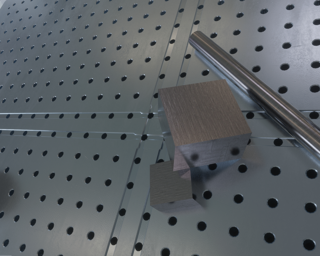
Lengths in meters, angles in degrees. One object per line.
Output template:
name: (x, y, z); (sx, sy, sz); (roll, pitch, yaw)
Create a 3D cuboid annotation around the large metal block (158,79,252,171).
large metal block: (0.045, -0.005, 0.352); (0.081, 0.050, 0.080); (-10, 53, -8)

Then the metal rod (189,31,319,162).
metal rod: (0.122, -0.038, 0.367); (0.025, 0.025, 0.300); (-38, 51, 3)

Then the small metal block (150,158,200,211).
small metal block: (0.016, 0.065, 0.360); (0.050, 0.025, 0.050); (-15, 56, 20)
